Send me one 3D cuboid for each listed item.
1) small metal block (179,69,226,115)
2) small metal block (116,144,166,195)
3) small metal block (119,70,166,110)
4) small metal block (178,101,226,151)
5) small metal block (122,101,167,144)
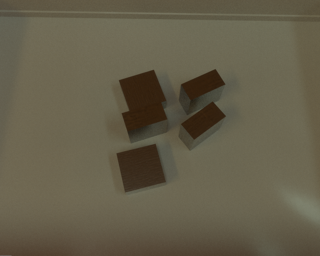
[{"bbox_3d":[0.055,-0.047,0.414,0.050,0.050,0.025,-25,72,-9],"label":"small metal block"},{"bbox_3d":[-0.024,0.052,0.390,0.050,0.025,0.050,-14,71,-5],"label":"small metal block"},{"bbox_3d":[-0.024,-0.046,0.426,0.050,0.025,0.050,-18,71,-7],"label":"small metal block"},{"bbox_3d":[0.053,-0.001,0.397,0.050,0.050,0.025,-35,74,-12],"label":"small metal block"},{"bbox_3d":[-0.019,-0.006,0.398,0.050,0.050,0.025,-17,71,-7],"label":"small metal block"}]
